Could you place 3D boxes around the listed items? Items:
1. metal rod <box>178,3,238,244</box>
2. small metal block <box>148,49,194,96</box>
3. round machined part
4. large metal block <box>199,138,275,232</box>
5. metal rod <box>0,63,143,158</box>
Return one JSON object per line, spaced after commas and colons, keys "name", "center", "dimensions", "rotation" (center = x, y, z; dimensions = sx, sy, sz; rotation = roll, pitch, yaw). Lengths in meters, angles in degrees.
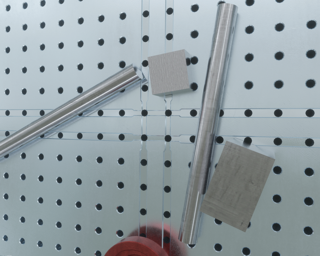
{"name": "metal rod", "center": [0.060, -0.003, 0.390], "dimensions": [0.025, 0.025, 0.298], "rotation": [10, 93, 19]}
{"name": "small metal block", "center": [0.014, -0.071, 0.407], "dimensions": [0.050, 0.025, 0.050], "rotation": [-8, 87, 19]}
{"name": "round machined part", "center": [-0.026, 0.193, 0.412], "dimensions": [0.098, 0.042, 0.097], "rotation": [0, 90, 19]}
{"name": "large metal block", "center": [0.090, 0.059, 0.351], "dimensions": [0.050, 0.080, 0.080], "rotation": [22, 97, 18]}
{"name": "metal rod", "center": [-0.159, -0.014, 0.466], "dimensions": [0.300, 0.025, 0.025], "rotation": [-26, 82, 17]}
